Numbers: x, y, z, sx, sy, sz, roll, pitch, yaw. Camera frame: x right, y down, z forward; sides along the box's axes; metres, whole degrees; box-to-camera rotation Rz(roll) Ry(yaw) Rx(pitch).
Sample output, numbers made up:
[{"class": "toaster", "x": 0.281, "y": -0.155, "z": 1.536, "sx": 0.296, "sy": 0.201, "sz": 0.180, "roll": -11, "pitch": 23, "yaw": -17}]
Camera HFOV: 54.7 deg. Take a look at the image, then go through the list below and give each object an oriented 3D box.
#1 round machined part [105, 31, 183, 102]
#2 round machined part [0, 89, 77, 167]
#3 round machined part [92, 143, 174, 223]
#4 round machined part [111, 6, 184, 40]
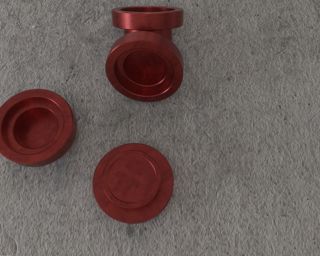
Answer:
[{"class": "round machined part", "x": -0.018, "y": -0.083, "z": 0.404, "sx": 0.099, "sy": 0.097, "sz": 0.042, "roll": 5, "pitch": 48, "yaw": 2}, {"class": "round machined part", "x": -0.155, "y": 0.003, "z": 0.397, "sx": 0.099, "sy": 0.042, "sz": 0.098, "roll": 0, "pitch": 70, "yaw": 0}, {"class": "round machined part", "x": -0.033, "y": 0.064, "z": 0.375, "sx": 0.099, "sy": 0.042, "sz": 0.098, "roll": 0, "pitch": 70, "yaw": 0}, {"class": "round machined part", "x": -0.017, "y": -0.144, "z": 0.434, "sx": 0.099, "sy": 0.042, "sz": 0.098, "roll": 0, "pitch": 26, "yaw": 0}]
